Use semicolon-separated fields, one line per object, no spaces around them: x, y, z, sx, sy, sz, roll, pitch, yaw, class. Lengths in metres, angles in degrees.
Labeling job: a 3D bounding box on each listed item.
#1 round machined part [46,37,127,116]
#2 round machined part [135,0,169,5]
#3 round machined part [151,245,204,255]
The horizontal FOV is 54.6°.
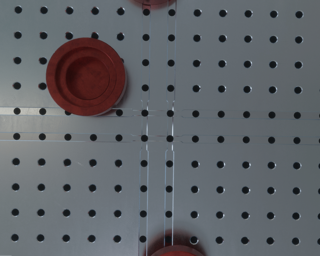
-0.092;-0.064;0.404;0.099;0.042;0.097;0;90;0;round machined part
-0.011;-0.218;0.405;0.099;0.042;0.097;0;90;0;round machined part
0.023;0.201;0.405;0.099;0.042;0.097;0;90;0;round machined part
